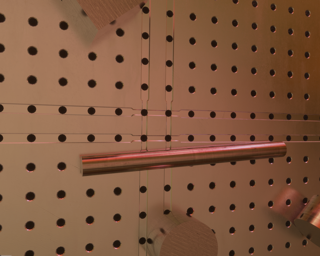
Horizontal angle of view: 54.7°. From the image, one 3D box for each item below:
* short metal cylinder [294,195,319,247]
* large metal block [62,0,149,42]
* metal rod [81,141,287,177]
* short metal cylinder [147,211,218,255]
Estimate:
[{"bbox_3d":[0.258,0.150,0.479,0.050,0.080,0.080,-45,104,-14],"label":"short metal cylinder"},{"bbox_3d":[-0.071,-0.165,0.373,0.080,0.050,0.080,-39,103,-16],"label":"large metal block"},{"bbox_3d":[0.046,0.040,0.429,0.303,0.025,0.025,-3,91,-20],"label":"metal rod"},{"bbox_3d":[0.029,0.156,0.410,0.081,0.050,0.080,0,90,-20],"label":"short metal cylinder"}]
